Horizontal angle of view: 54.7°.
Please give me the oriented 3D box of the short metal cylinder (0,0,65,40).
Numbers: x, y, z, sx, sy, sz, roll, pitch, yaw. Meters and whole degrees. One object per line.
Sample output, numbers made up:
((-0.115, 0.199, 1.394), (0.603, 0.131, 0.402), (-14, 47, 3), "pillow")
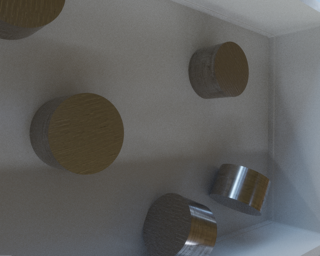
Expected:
((-0.134, -0.125, 0.279), (0.081, 0.050, 0.079), (0, 90, -40), "short metal cylinder")

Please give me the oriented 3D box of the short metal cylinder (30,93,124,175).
((-0.085, 0.005, 0.320), (0.081, 0.050, 0.079), (0, 90, -40), "short metal cylinder")

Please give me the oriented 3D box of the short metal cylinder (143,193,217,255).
((0.025, 0.129, 0.394), (0.050, 0.080, 0.080), (31, 71, -36), "short metal cylinder")

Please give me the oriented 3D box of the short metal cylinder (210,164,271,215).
((0.123, 0.095, 0.477), (0.080, 0.080, 0.050), (38, 67, -34), "short metal cylinder")

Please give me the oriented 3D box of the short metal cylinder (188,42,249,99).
((0.089, -0.085, 0.468), (0.081, 0.050, 0.079), (0, 90, -40), "short metal cylinder")
